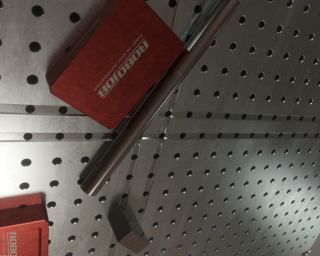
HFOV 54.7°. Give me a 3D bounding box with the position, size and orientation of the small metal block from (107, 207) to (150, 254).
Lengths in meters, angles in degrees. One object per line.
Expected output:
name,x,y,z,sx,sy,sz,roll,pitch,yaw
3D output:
small metal block,-0.047,0.154,0.466,0.025,0.050,0.050,-40,130,-1

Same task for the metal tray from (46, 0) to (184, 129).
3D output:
metal tray,-0.047,-0.072,0.339,0.130,0.030,0.090,-49,129,6

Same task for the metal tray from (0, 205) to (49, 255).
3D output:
metal tray,-0.196,0.165,0.403,0.091,0.030,0.129,-3,120,-27

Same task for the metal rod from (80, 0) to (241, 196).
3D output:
metal rod,-0.005,-0.035,0.388,0.025,0.025,0.299,30,101,-38
